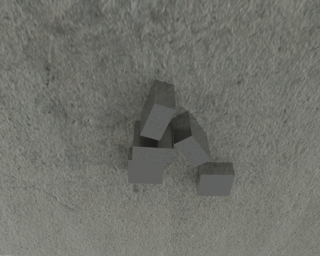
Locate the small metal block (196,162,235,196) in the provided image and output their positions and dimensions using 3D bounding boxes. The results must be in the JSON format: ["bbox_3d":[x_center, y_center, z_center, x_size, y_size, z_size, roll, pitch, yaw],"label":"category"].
[{"bbox_3d":[0.084,0.079,0.476,0.050,0.025,0.050,1,130,-2],"label":"small metal block"}]

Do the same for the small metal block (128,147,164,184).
[{"bbox_3d":[-0.021,0.056,0.455,0.050,0.025,0.050,2,130,-3],"label":"small metal block"}]

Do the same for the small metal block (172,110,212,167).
[{"bbox_3d":[0.041,0.014,0.404,0.025,0.050,0.050,-27,125,21],"label":"small metal block"}]

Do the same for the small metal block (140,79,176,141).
[{"bbox_3d":[-0.003,-0.022,0.372,0.025,0.050,0.050,16,128,-14],"label":"small metal block"}]

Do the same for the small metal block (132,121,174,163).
[{"bbox_3d":[-0.009,0.017,0.405,0.050,0.050,0.025,4,130,-4],"label":"small metal block"}]
